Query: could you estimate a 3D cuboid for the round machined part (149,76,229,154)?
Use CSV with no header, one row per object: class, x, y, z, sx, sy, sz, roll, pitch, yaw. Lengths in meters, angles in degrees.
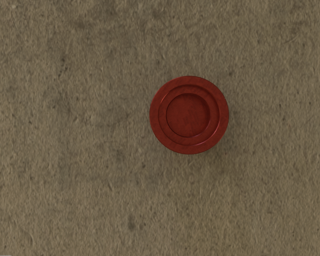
round machined part,0.036,-0.016,0.402,0.099,0.042,0.097,0,90,-1
